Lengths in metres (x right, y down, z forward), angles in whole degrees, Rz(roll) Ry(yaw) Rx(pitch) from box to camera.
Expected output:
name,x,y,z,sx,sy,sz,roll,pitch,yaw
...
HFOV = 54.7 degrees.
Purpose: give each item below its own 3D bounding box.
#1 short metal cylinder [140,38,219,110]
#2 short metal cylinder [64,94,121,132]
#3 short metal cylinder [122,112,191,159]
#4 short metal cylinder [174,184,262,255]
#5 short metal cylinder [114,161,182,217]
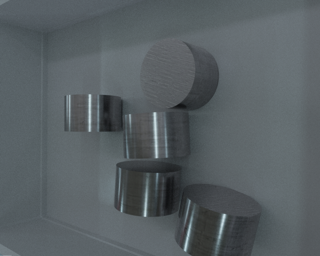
name,x,y,z,sx,sy,sz,roll,pitch,yaw
short metal cylinder,0.023,-0.062,0.372,0.080,0.050,0.080,0,90,40
short metal cylinder,-0.097,-0.020,0.452,0.080,0.081,0.050,1,91,40
short metal cylinder,-0.004,0.009,0.375,0.080,0.081,0.050,-4,87,40
short metal cylinder,0.059,0.096,0.322,0.080,0.081,0.050,17,101,38
short metal cylinder,-0.015,0.072,0.384,0.080,0.081,0.050,6,94,40
